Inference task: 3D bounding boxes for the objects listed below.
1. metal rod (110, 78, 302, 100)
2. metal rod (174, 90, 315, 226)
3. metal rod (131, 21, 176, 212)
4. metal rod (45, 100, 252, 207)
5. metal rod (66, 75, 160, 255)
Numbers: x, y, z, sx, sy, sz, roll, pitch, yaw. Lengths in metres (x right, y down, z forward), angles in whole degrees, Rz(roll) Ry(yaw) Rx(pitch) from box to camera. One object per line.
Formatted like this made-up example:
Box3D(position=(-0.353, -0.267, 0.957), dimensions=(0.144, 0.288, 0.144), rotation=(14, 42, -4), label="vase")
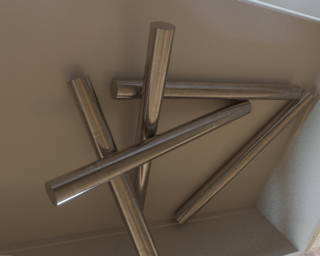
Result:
Box3D(position=(0.081, -0.051, 0.423), dimensions=(0.303, 0.025, 0.025), rotation=(-3, 120, -28), label="metal rod")
Box3D(position=(0.139, 0.051, 0.518), dimensions=(0.300, 0.025, 0.025), rotation=(-45, 130, 2), label="metal rod")
Box3D(position=(-0.019, 0.020, 0.388), dimensions=(0.025, 0.025, 0.298), rotation=(-9, 130, -24), label="metal rod")
Box3D(position=(0.013, 0.014, 0.373), dimensions=(0.302, 0.025, 0.025), rotation=(-22, 129, -36), label="metal rod")
Box3D(position=(-0.040, 0.084, 0.364), dimensions=(0.025, 0.025, 0.298), rotation=(-23, 103, -15), label="metal rod")
